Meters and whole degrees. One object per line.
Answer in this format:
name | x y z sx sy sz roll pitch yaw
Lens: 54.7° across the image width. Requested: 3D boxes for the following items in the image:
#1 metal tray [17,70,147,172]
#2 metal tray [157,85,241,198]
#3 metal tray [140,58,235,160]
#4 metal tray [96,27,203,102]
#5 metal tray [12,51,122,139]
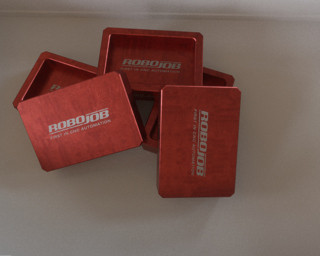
metal tray | -0.092 -0.008 0.371 0.130 0.030 0.089 -16 100 10
metal tray | 0.044 0.015 0.366 0.091 0.030 0.129 1 98 -6
metal tray | 0.038 -0.021 0.413 0.090 0.030 0.130 18 71 6
metal tray | -0.011 -0.082 0.403 0.131 0.030 0.090 3 70 1
metal tray | -0.115 -0.043 0.418 0.131 0.030 0.090 19 71 6
